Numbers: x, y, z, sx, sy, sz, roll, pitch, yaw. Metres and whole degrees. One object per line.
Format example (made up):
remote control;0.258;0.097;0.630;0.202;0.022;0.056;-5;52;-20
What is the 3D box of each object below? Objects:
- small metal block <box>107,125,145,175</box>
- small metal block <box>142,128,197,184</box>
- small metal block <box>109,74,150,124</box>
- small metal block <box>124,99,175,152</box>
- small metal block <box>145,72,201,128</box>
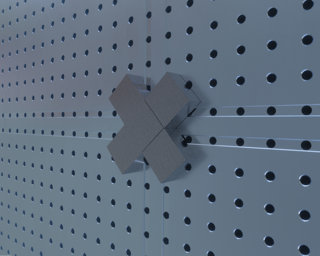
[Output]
small metal block;-0.043;0.030;0.443;0.050;0.025;0.050;-48;62;29
small metal block;0.011;0.035;0.398;0.050;0.025;0.050;-48;62;29
small metal block;-0.040;-0.040;0.440;0.050;0.025;0.050;-48;62;29
small metal block;-0.015;-0.003;0.418;0.050;0.025;0.050;-48;62;29
small metal block;0.015;-0.035;0.394;0.050;0.025;0.050;-48;62;29
